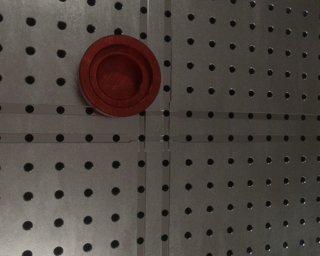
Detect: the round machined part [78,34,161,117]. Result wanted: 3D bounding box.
[{"bbox_3d":[-0.052,-0.062,0.385,0.099,0.042,0.097,0,90,-21],"label":"round machined part"}]
